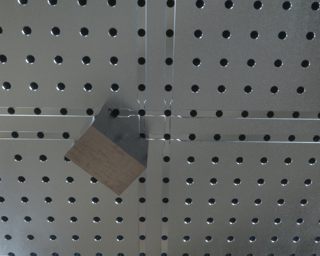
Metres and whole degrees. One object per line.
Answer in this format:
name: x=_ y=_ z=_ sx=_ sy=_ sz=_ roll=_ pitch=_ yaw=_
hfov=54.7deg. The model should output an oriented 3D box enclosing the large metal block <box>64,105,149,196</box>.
large metal block: x=-0.062 y=0.025 z=0.393 sx=0.080 sy=0.080 sz=0.050 roll=40 pitch=105 yaw=-14
